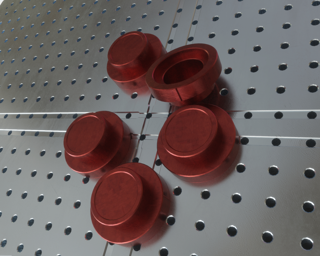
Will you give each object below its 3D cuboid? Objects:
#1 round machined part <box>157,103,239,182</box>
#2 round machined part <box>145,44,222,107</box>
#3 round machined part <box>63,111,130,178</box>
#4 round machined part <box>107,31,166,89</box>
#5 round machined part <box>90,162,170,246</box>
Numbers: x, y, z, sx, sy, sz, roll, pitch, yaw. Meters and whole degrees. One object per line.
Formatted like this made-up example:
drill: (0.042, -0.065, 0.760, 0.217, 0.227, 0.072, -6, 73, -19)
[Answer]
round machined part: (0.040, 0.011, 0.368, 0.098, 0.042, 0.098, -13, 56, 20)
round machined part: (0.034, -0.066, 0.408, 0.098, 0.042, 0.098, -17, 39, 15)
round machined part: (-0.095, 0.017, 0.435, 0.098, 0.042, 0.098, -13, 56, 20)
round machined part: (-0.043, -0.113, 0.487, 0.098, 0.042, 0.098, -13, 56, 20)
round machined part: (-0.042, 0.085, 0.366, 0.098, 0.042, 0.098, -13, 56, 20)
